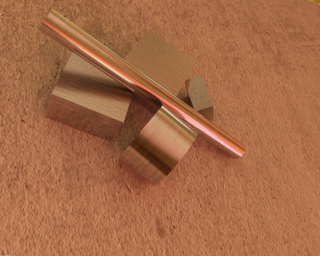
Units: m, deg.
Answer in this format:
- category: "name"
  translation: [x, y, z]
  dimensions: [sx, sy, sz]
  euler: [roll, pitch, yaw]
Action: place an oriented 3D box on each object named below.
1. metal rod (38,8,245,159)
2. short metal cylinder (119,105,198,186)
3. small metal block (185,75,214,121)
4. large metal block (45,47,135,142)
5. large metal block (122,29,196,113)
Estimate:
- category: "metal rod"
  translation: [0.000, -0.037, 0.375]
  dimensions: [0.301, 0.025, 0.025]
  euler: [32, 50, -28]
- category: "short metal cylinder"
  translation: [-0.002, 0.020, 0.356]
  dimensions: [0.050, 0.080, 0.080]
  euler: [40, 51, -2]
- category: "small metal block"
  translation: [0.056, -0.038, 0.440]
  dimensions: [0.025, 0.050, 0.050]
  euler: [-17, 67, 4]
- category: "large metal block"
  translation: [-0.079, -0.041, 0.371]
  dimensions: [0.080, 0.050, 0.080]
  euler: [23, 53, -15]
- category: "large metal block"
  translation: [-0.008, -0.076, 0.428]
  dimensions: [0.080, 0.050, 0.080]
  euler: [34, 51, -6]
